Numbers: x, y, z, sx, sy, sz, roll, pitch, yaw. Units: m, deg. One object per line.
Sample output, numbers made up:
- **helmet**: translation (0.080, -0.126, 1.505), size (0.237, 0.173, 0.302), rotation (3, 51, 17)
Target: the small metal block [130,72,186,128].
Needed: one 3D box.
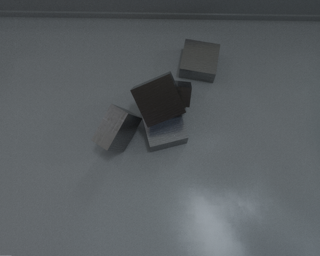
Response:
- **small metal block**: translation (-0.001, -0.035, 0.377), size (0.050, 0.025, 0.050), rotation (-22, 104, 10)

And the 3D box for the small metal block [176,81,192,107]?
- **small metal block**: translation (0.015, -0.048, 0.411), size (0.050, 0.050, 0.025), rotation (6, 107, 2)

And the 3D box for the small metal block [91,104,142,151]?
- **small metal block**: translation (-0.053, 0.001, 0.387), size (0.025, 0.050, 0.050), rotation (30, 93, 16)

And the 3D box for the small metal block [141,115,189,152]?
- **small metal block**: translation (0.006, 0.000, 0.410), size (0.050, 0.025, 0.050), rotation (-14, 71, -5)

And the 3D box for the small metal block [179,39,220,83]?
- **small metal block**: translation (0.057, -0.096, 0.445), size (0.050, 0.025, 0.050), rotation (10, 70, 3)
